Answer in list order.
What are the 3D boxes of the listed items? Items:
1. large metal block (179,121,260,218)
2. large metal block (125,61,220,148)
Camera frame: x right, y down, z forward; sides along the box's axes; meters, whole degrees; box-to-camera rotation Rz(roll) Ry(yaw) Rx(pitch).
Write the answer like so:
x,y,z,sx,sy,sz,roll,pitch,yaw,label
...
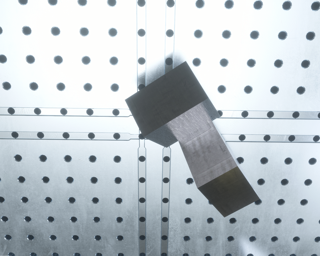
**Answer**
x,y,z,sx,sy,sz,roll,pitch,yaw,label
0.074,0.052,0.391,0.050,0.080,0.080,-32,130,11,large metal block
0.018,-0.023,0.368,0.080,0.080,0.050,-31,70,10,large metal block
